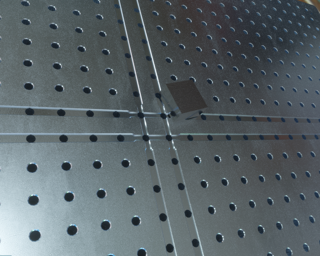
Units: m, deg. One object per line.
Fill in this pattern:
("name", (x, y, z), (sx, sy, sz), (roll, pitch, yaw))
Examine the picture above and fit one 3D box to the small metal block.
("small metal block", (0.034, -0.040, 0.453), (0.050, 0.025, 0.050), (-15, 70, -34))
